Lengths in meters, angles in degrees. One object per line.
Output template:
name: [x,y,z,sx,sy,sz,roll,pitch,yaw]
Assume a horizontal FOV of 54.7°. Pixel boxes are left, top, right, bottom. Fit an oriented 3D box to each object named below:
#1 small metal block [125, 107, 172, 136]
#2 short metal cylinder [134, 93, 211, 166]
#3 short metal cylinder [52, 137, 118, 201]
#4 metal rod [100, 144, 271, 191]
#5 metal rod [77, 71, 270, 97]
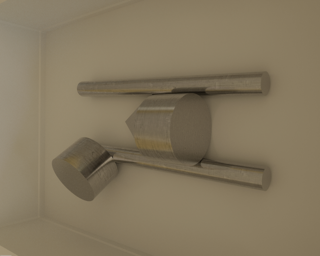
small metal block: [-0.013,-0.004,0.413,0.050,0.025,0.050,-45,63,30]
short metal cylinder: [0.016,0.001,0.354,0.050,0.081,0.079,2,92,40]
short metal cylinder: [-0.110,0.060,0.454,0.080,0.050,0.079,24,137,24]
metal rod: [-0.008,0.043,0.409,0.300,0.025,0.025,4,93,39]
metal rod: [-0.009,-0.054,0.409,0.300,0.025,0.025,5,93,39]
